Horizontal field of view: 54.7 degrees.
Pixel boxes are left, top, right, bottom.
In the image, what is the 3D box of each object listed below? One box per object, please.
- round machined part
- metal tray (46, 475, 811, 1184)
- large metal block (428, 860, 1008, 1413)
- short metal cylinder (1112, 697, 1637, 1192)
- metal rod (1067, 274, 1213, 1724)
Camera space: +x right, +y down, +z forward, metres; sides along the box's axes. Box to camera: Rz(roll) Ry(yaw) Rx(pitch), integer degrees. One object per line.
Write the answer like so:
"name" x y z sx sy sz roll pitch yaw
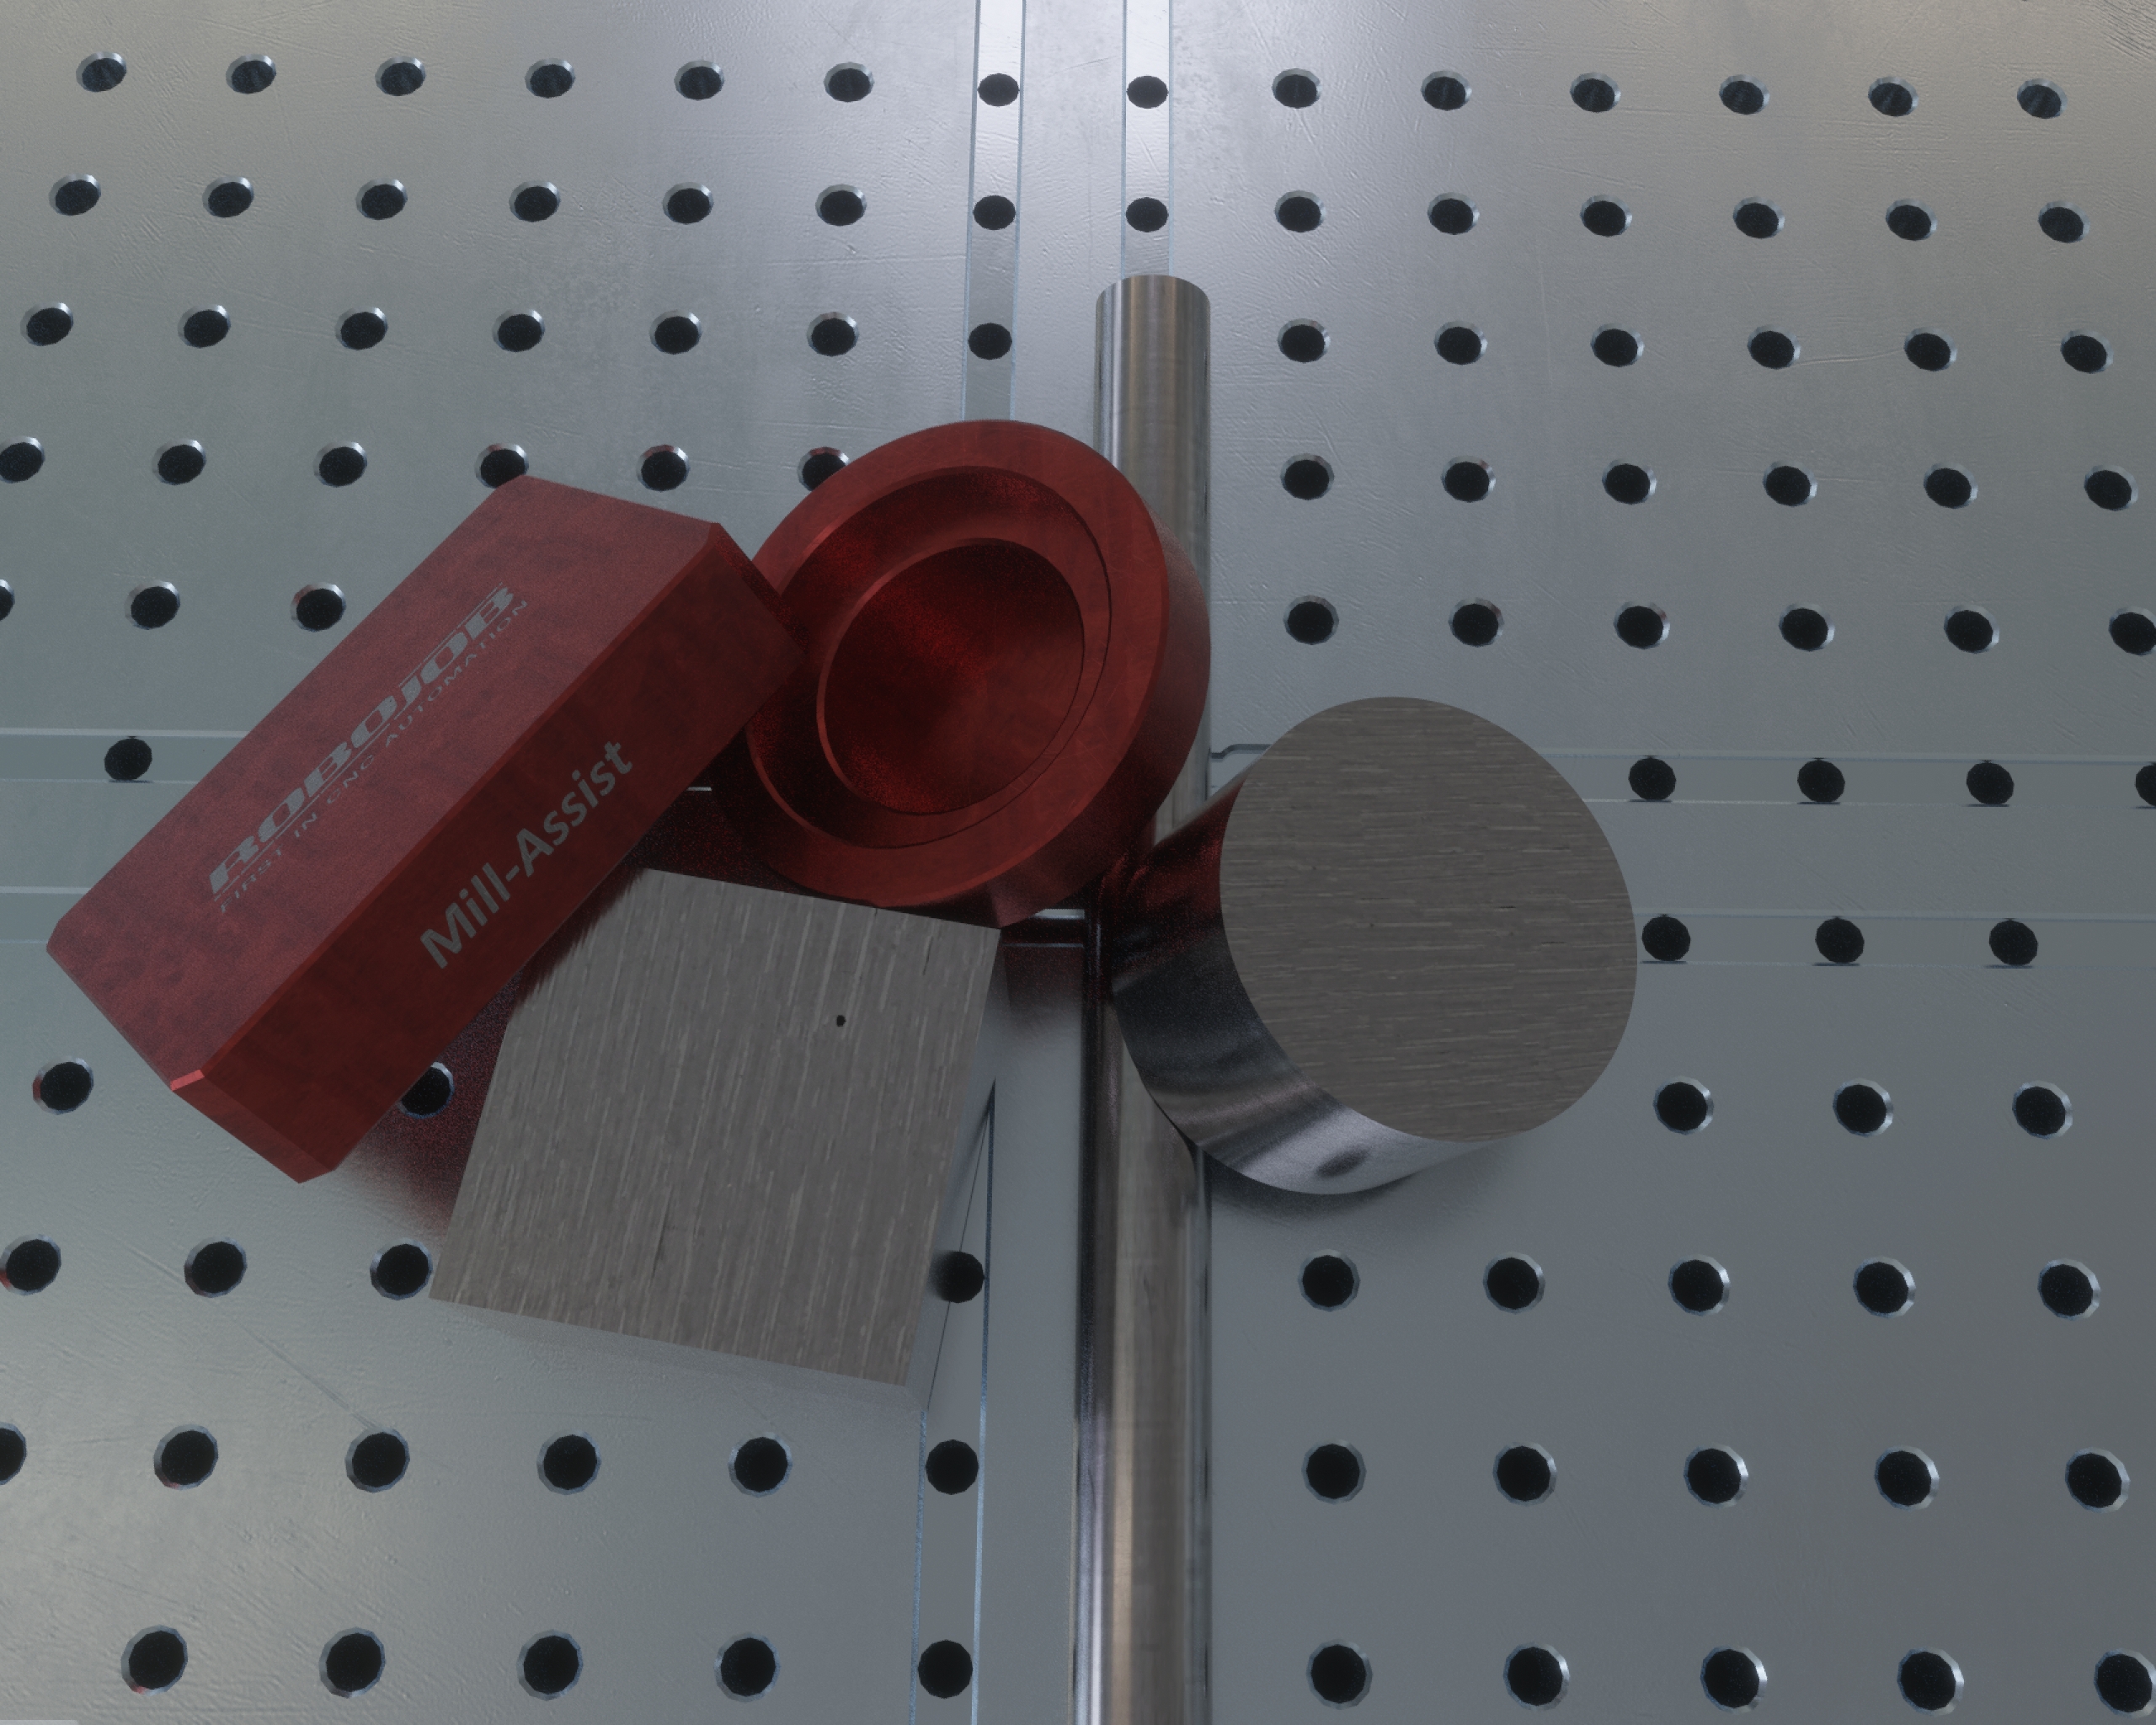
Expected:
"round machined part" -0.020 -0.032 0.400 0.098 0.042 0.098 -9 67 23
"metal tray" -0.121 -0.013 0.387 0.130 0.030 0.090 -50 39 -16
"large metal block" -0.060 0.050 0.379 0.080 0.050 0.080 10 70 3
"short metal cylinder" 0.053 0.016 0.379 0.081 0.050 0.080 7 69 -19
"metal rod" 0.013 0.019 0.405 0.025 0.025 0.299 1 70 0
